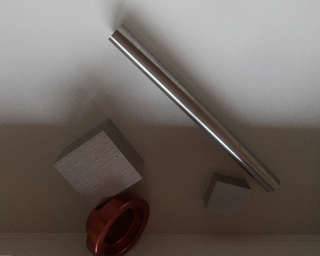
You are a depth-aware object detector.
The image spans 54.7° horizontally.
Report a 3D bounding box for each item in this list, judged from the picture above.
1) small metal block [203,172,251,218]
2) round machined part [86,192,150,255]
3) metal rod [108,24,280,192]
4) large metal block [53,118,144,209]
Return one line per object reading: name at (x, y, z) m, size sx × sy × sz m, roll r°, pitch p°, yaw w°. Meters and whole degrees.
small metal block at (0.096, 0.097, 0.449) m, size 0.050 × 0.025 × 0.050 m, roll 15°, pitch 109°, yaw -6°
round machined part at (-0.063, 0.132, 0.431) m, size 0.042 × 0.099 × 0.097 m, roll 27°, pitch 114°, yaw 33°
metal rod at (0.054, -0.016, 0.406) m, size 0.300 × 0.025 × 0.025 m, roll 42°, pitch 104°, yaw -15°
large metal block at (-0.078, 0.047, 0.414) m, size 0.080 × 0.050 × 0.080 m, roll -33°, pitch 107°, yaw 11°
